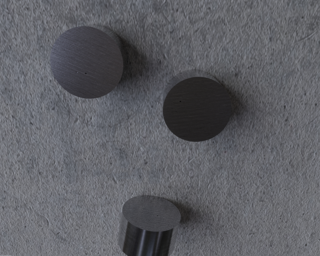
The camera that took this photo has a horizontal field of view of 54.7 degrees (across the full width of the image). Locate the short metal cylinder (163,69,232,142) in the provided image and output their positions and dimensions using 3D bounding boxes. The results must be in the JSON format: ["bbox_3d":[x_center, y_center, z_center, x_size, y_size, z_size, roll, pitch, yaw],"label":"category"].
[{"bbox_3d":[0.044,-0.029,0.386,0.081,0.050,0.079,0,110,0],"label":"short metal cylinder"}]

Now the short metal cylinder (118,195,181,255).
[{"bbox_3d":[-0.015,0.137,0.431,0.081,0.080,0.050,9,110,-4],"label":"short metal cylinder"}]

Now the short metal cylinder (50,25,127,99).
[{"bbox_3d":[-0.081,-0.080,0.366,0.081,0.050,0.079,0,110,0],"label":"short metal cylinder"}]
